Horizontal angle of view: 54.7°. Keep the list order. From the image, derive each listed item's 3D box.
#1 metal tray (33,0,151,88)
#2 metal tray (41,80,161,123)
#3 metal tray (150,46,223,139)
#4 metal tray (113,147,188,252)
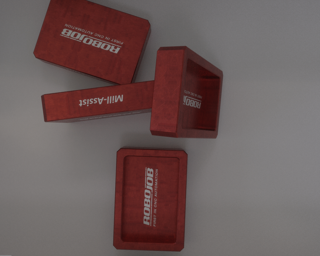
[{"bbox_3d":[-0.087,-0.114,0.408,0.131,0.030,0.090,18,90,0],"label":"metal tray"},{"bbox_3d":[-0.063,-0.030,0.378,0.131,0.090,0.030,-7,90,0],"label":"metal tray"},{"bbox_3d":[0.037,-0.034,0.359,0.030,0.131,0.089,5,90,28],"label":"metal tray"},{"bbox_3d":[-0.012,0.091,0.408,0.091,0.030,0.129,2,90,0],"label":"metal tray"}]
